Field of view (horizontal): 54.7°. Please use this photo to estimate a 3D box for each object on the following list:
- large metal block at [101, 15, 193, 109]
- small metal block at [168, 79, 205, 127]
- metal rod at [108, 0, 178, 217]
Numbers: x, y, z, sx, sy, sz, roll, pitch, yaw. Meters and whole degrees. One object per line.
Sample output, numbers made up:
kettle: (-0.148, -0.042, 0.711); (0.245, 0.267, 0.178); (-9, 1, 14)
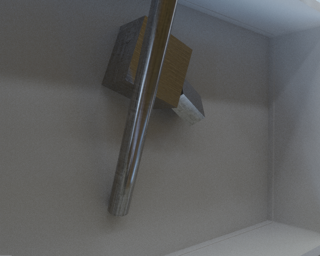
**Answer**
large metal block: (-0.014, -0.075, 0.380); (0.080, 0.050, 0.080); (25, 74, -38)
small metal block: (0.034, -0.038, 0.421); (0.050, 0.025, 0.050); (43, 27, -32)
metal rod: (-0.016, -0.039, 0.322); (0.025, 0.025, 0.298); (-2, 114, -40)
